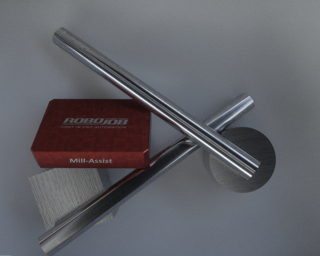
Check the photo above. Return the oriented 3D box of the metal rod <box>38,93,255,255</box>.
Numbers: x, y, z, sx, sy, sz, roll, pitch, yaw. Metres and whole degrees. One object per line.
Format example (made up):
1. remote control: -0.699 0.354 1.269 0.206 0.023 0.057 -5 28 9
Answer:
1. metal rod: -0.005 0.047 0.373 0.301 0.025 0.025 -34 90 -14

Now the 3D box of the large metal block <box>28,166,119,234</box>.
1. large metal block: -0.106 0.083 0.393 0.080 0.050 0.080 -19 90 -1

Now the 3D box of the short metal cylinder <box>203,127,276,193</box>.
1. short metal cylinder: 0.099 0.038 0.398 0.081 0.050 0.079 0 90 -1

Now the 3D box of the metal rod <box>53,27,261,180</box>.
1. metal rod: -0.013 -0.037 0.380 0.300 0.025 0.025 36 90 12

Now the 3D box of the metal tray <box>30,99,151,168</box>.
1. metal tray: -0.077 0.005 0.379 0.131 0.030 0.090 0 46 1
